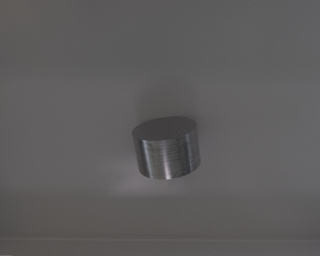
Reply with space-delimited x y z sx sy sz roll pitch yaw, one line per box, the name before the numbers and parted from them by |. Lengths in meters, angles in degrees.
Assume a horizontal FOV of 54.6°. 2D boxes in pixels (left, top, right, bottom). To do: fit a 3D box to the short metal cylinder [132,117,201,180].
short metal cylinder | 0.009 0.023 0.390 0.080 0.080 0.050 -8 110 3
